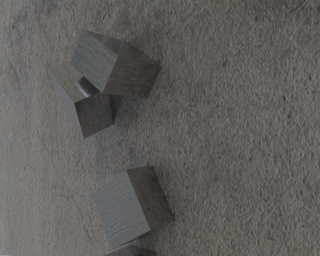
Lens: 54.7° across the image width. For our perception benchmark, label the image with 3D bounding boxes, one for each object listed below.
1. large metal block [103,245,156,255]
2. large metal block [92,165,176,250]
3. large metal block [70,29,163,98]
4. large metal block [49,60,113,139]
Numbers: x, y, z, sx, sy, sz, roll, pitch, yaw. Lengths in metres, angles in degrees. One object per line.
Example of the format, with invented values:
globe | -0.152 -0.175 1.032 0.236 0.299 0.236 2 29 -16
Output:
large metal block | -0.049 0.212 0.410 0.050 0.081 0.080 -4 88 40
large metal block | -0.037 0.107 0.420 0.080 0.050 0.080 -38 67 33
large metal block | -0.059 -0.085 0.418 0.080 0.081 0.050 41 115 32
large metal block | -0.115 -0.045 0.460 0.080 0.050 0.080 48 154 29
